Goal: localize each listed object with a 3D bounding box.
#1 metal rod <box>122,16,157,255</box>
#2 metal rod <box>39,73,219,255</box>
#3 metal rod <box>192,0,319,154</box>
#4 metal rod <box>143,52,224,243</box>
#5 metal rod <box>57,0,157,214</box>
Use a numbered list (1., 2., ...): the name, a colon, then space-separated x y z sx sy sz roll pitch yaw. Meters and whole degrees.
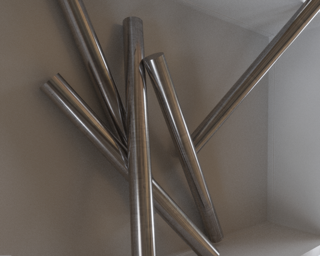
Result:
1. metal rod: -0.024 0.014 0.340 0.025 0.025 0.299 10 69 -40
2. metal rod: -0.022 0.061 0.362 0.300 0.025 0.025 50 60 -19
3. metal rod: 0.133 -0.076 0.440 0.300 0.025 0.025 -50 123 1
4. metal rod: 0.040 0.044 0.418 0.025 0.025 0.298 -39 122 -33
5. metal rod: -0.056 -0.029 0.361 0.025 0.025 0.298 -33 111 -35
